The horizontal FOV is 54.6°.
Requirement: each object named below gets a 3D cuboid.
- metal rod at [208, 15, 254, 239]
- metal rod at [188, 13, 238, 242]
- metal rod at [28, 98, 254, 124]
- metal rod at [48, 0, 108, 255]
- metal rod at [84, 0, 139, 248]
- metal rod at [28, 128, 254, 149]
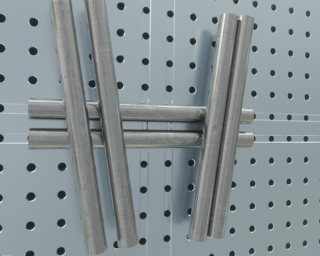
[{"bbox_3d":[0.096,-0.004,0.422,0.025,0.025,0.299,10,87,-20],"label":"metal rod"},{"bbox_3d":[0.071,-0.003,0.413,0.025,0.025,0.299,10,87,-20],"label":"metal rod"},{"bbox_3d":[-0.009,-0.020,0.409,0.302,0.025,0.025,1,90,-20],"label":"metal rod"},{"bbox_3d":[-0.093,-0.006,0.352,0.025,0.025,0.298,-9,93,-20],"label":"metal rod"},{"bbox_3d":[-0.057,-0.009,0.365,0.025,0.025,0.298,-8,93,-20],"label":"metal rod"},{"bbox_3d":[-0.009,0.015,0.410,0.302,0.025,0.025,1,90,-20],"label":"metal rod"}]
